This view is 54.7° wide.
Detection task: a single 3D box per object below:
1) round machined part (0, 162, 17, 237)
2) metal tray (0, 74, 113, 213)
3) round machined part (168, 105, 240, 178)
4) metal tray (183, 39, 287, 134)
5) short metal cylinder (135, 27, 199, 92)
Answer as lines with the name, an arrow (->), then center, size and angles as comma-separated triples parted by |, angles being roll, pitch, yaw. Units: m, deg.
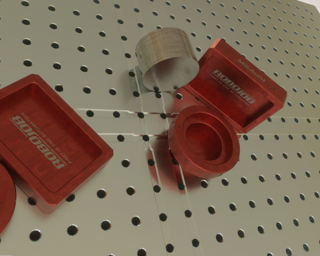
round machined part -> -0.177, 0.061, 0.265 | 0.099, 0.042, 0.098 | 14, 56, -21
metal tray -> -0.126, 0.012, 0.329 | 0.130, 0.030, 0.090 | 45, 51, 3
round machined part -> 0.054, 0.022, 0.415 | 0.099, 0.042, 0.098 | 14, 56, -21
metal tray -> 0.108, -0.058, 0.462 | 0.130, 0.090, 0.030 | 38, 51, -3
short metal cylinder -> 0.010, -0.095, 0.437 | 0.081, 0.080, 0.050 | -1, 63, -29
